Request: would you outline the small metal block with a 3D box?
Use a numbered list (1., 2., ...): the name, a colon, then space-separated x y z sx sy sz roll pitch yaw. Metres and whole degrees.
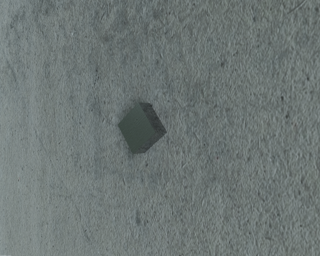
1. small metal block: -0.025 0.001 0.425 0.050 0.025 0.050 -44 64 31
